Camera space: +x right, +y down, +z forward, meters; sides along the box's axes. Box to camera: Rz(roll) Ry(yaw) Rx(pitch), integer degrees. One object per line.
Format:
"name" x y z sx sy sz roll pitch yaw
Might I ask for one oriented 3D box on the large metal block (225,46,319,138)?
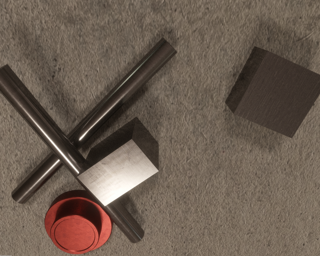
"large metal block" 0.140 -0.045 0.382 0.080 0.050 0.079 22 109 -8

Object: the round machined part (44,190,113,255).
"round machined part" -0.119 0.143 0.452 0.099 0.042 0.097 0 110 -1

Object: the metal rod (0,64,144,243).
"metal rod" -0.105 0.051 0.403 0.025 0.025 0.299 -27 117 9

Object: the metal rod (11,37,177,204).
"metal rod" -0.094 -0.001 0.408 0.299 0.025 0.025 -43 105 14

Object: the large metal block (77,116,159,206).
"large metal block" -0.049 0.039 0.394 0.080 0.080 0.050 -35 107 11
